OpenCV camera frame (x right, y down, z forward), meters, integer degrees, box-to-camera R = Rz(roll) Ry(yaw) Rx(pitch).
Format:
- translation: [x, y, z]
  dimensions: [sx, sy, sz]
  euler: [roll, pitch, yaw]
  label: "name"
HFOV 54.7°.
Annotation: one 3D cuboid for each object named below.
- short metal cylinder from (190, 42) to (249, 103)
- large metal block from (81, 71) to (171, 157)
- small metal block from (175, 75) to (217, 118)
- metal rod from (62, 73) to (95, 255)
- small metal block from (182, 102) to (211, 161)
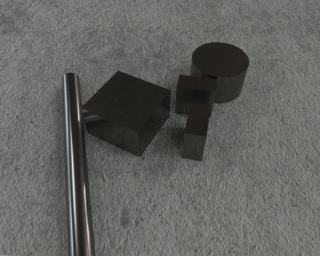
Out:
- translation: [0.086, -0.082, 0.457]
  dimensions: [0.081, 0.050, 0.080]
  euler: [0, 50, 0]
  label: "short metal cylinder"
- translation: [-0.041, -0.020, 0.404]
  dimensions: [0.080, 0.050, 0.080]
  euler: [23, 54, 18]
  label: "large metal block"
- translation: [0.048, -0.043, 0.424]
  dimensions: [0.050, 0.050, 0.025]
  euler: [8, 51, 6]
  label: "small metal block"
- translation: [-0.100, 0.039, 0.368]
  dimensions: [0.025, 0.025, 0.300]
  euler: [-10, 51, -8]
  label: "metal rod"
- translation: [0.045, 0.005, 0.383]
  dimensions: [0.025, 0.050, 0.050]
  euler: [9, 51, 7]
  label: "small metal block"
